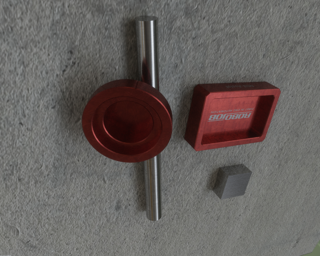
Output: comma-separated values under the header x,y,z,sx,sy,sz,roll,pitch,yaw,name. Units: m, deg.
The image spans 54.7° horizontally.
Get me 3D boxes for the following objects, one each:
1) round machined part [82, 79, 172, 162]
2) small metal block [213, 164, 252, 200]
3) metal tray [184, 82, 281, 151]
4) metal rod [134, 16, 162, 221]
x,y,z,sx,sy,sz,roll,pitch,yaw,name
-0.035,-0.011,0.353,0.099,0.042,0.097,1,122,2,round machined part
0.124,0.092,0.532,0.050,0.025,0.050,-4,120,-27,small metal block
0.105,-0.019,0.449,0.131,0.030,0.089,-6,121,-26,metal tray
-0.012,0.010,0.406,0.025,0.025,0.298,-15,125,-20,metal rod
